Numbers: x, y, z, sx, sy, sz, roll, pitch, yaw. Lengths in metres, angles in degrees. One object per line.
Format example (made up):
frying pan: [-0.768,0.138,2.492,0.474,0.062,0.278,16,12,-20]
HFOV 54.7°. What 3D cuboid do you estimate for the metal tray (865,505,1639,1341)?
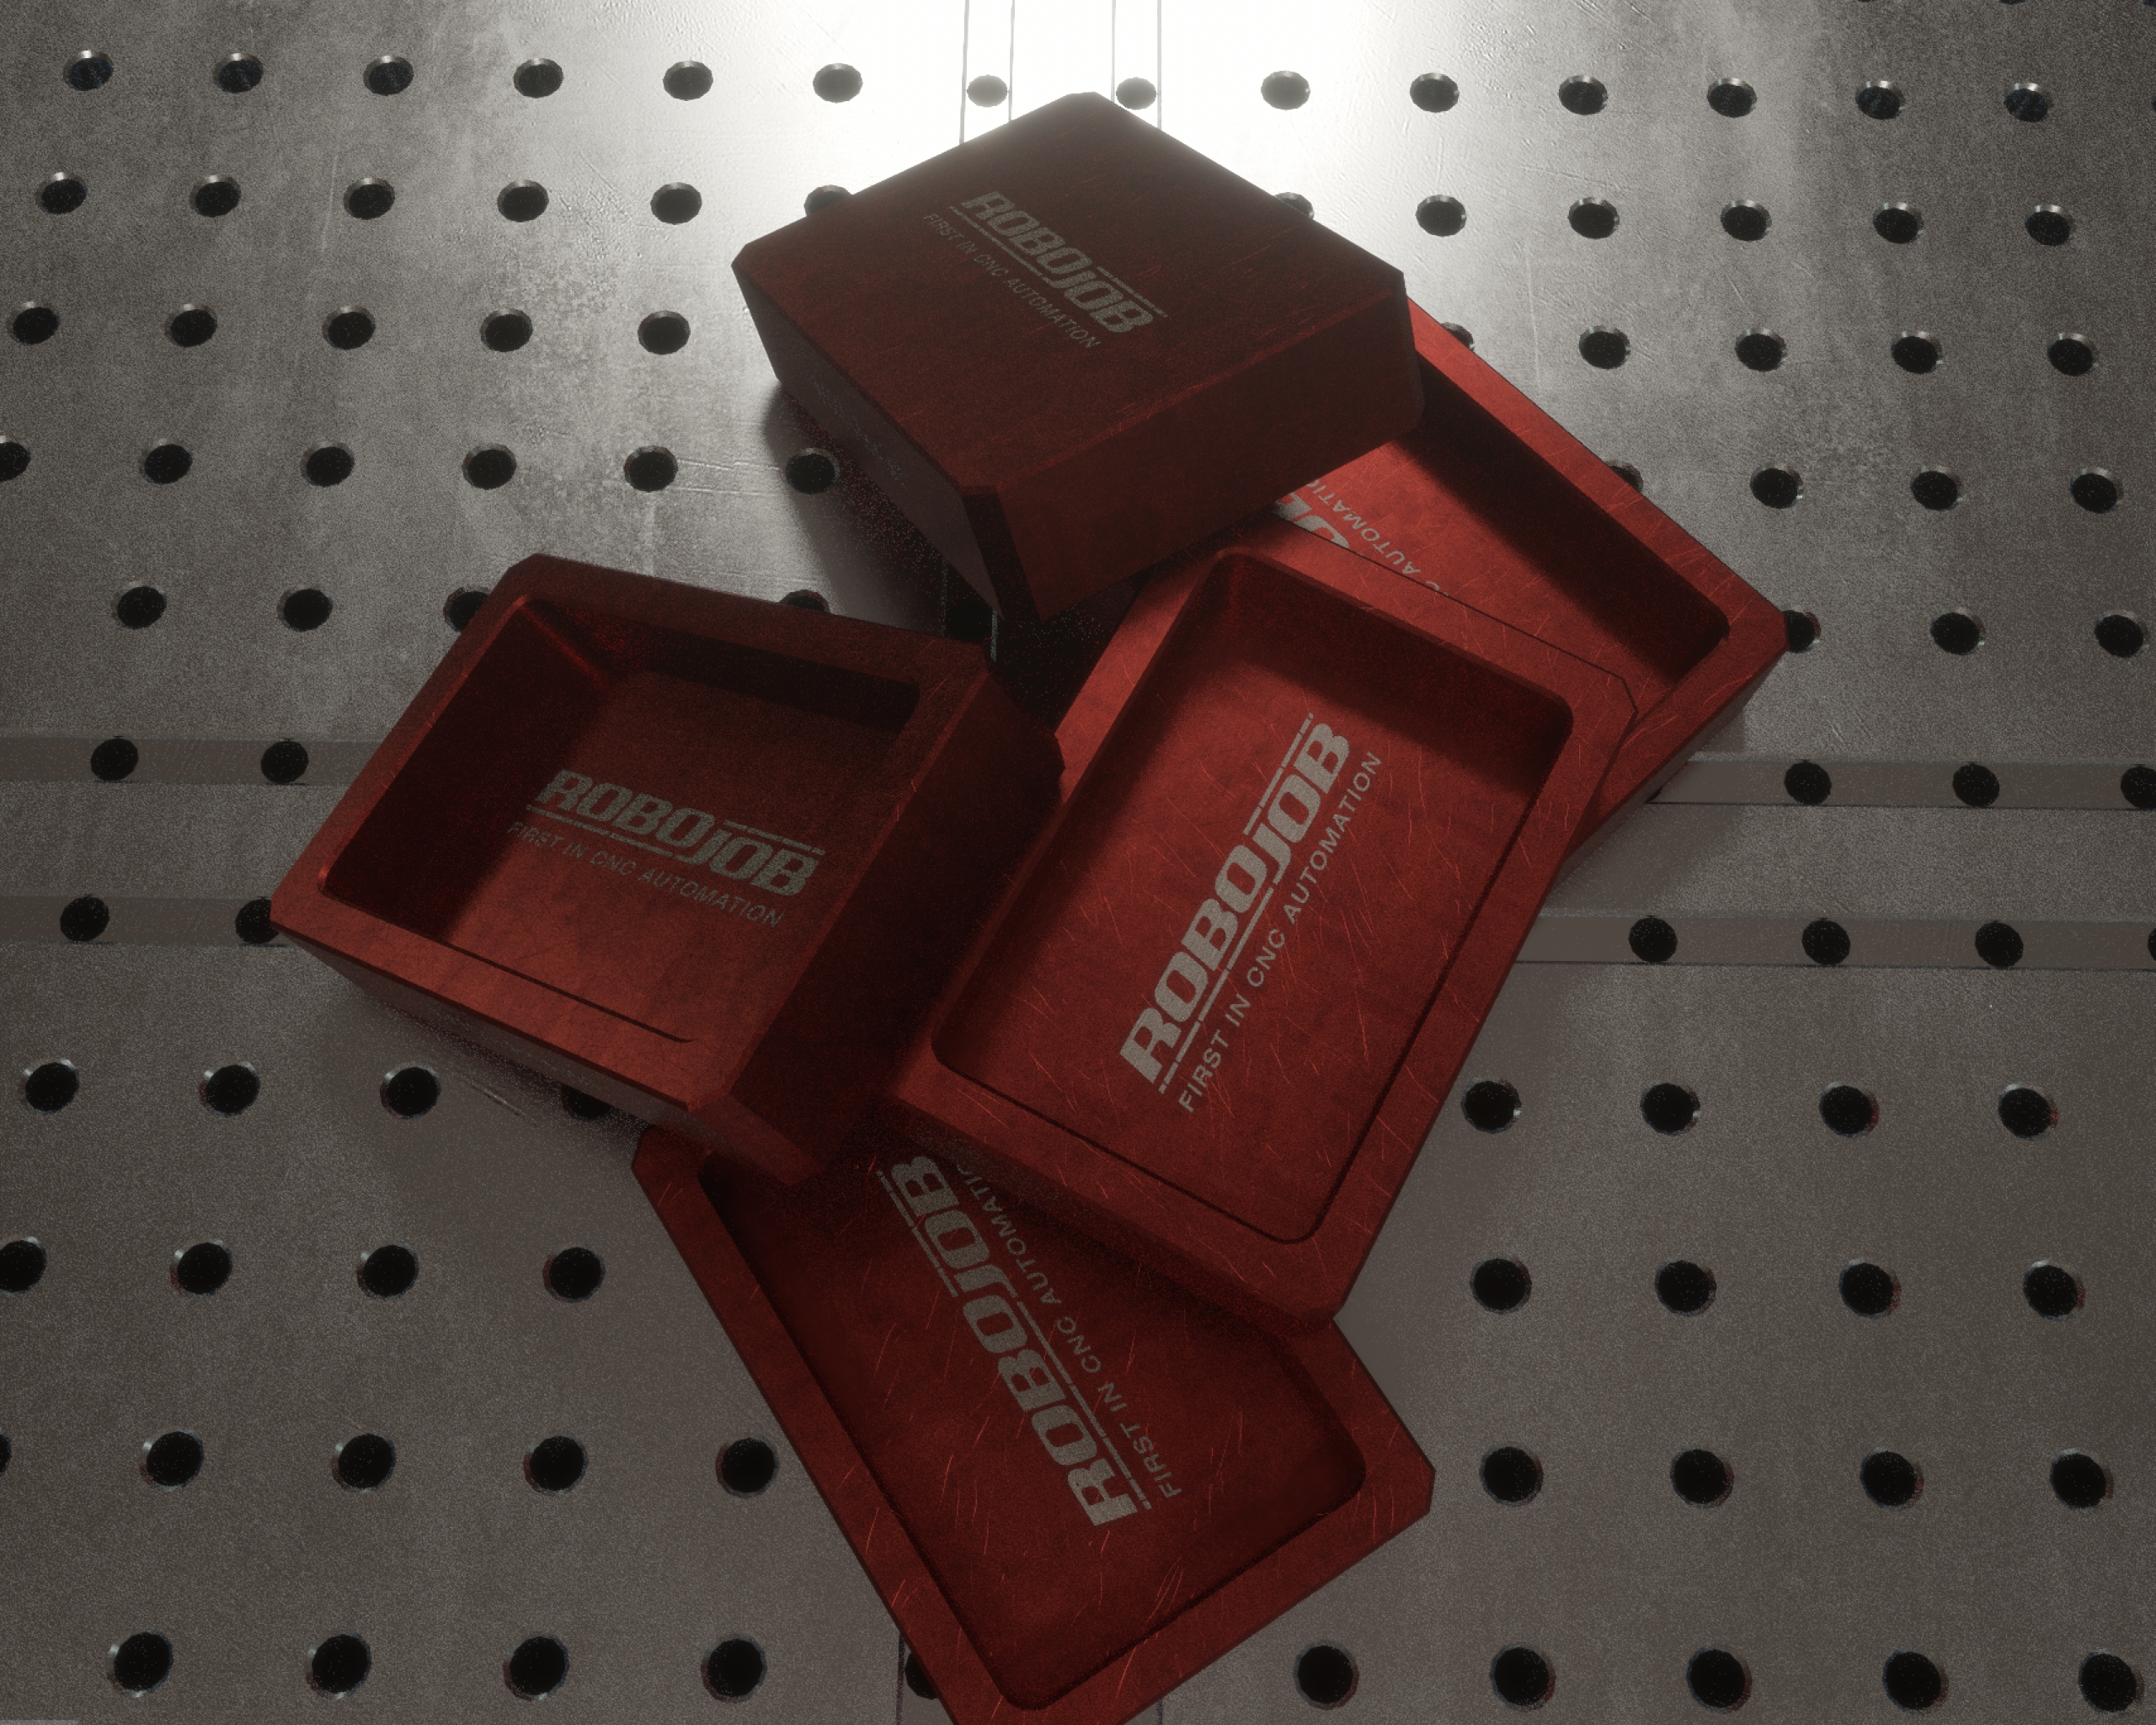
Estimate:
metal tray: [0.032,0.007,0.375,0.090,0.030,0.130,27,72,9]

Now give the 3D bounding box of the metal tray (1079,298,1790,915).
metal tray: [0.066,-0.056,0.430,0.090,0.030,0.130,-42,76,-14]

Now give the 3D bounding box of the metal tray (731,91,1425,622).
metal tray: [-0.004,-0.106,0.416,0.090,0.030,0.130,-29,43,-11]

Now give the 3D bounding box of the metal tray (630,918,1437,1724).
metal tray: [-0.009,0.084,0.378,0.090,0.030,0.130,-31,73,-11]

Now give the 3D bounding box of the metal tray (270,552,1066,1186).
metal tray: [-0.077,-0.005,0.377,0.130,0.030,0.090,16,67,37]
